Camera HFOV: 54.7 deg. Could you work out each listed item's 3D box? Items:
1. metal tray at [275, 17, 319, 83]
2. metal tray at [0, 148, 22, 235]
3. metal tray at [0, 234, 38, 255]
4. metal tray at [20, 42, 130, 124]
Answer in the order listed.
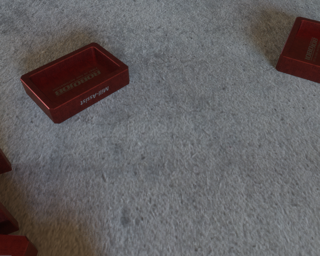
[{"bbox_3d":[0.255,-0.131,0.513,0.090,0.030,0.130,22,53,17],"label":"metal tray"},{"bbox_3d":[-0.179,0.047,0.310,0.030,0.129,0.090,-17,52,-14],"label":"metal tray"},{"bbox_3d":[-0.173,0.158,0.265,0.091,0.030,0.130,4,50,2],"label":"metal tray"},{"bbox_3d":[-0.122,-0.071,0.457,0.131,0.030,0.090,-35,59,-26],"label":"metal tray"}]
